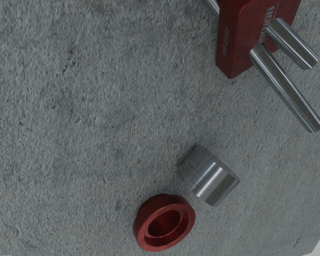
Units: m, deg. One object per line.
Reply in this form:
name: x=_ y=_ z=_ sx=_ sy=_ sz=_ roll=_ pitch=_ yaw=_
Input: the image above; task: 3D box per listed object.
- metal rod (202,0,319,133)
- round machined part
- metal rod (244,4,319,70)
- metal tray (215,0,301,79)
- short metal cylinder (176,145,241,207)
metal rod: x=0.123 y=-0.089 z=0.381 sx=0.301 sy=0.025 sz=0.025 roll=40 pitch=95 yaw=-28
round machined part: x=0.003 y=0.143 z=0.486 sx=0.099 sy=0.042 sz=0.097 roll=-14 pitch=124 yaw=-21
metal rod: x=0.075 y=-0.145 z=0.317 sx=0.301 sy=0.025 sz=0.025 roll=28 pitch=103 yaw=-31
metal tray: x=0.111 y=-0.120 z=0.352 sx=0.090 sy=0.030 sz=0.130 roll=-33 pitch=157 yaw=-7
short metal cylinder: x=0.070 y=0.069 z=0.452 sx=0.080 sy=0.080 sz=0.050 roll=34 pitch=99 yaw=-39
